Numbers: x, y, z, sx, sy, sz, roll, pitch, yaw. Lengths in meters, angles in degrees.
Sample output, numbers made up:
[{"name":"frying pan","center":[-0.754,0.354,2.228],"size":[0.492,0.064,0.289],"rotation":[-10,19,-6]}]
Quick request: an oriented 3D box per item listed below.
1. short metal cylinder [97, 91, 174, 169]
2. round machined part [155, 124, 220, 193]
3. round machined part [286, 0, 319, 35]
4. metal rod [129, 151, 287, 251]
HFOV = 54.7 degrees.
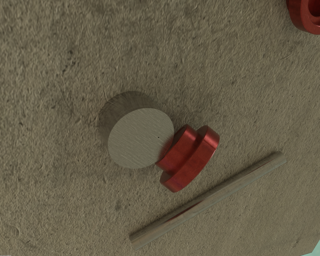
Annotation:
[{"name":"short metal cylinder","center":[-0.030,0.002,0.374],"size":[0.081,0.050,0.079],"rotation":[-12,122,-20]},{"name":"round machined part","center":[0.030,0.033,0.409],"size":[0.042,0.098,0.098],"rotation":[39,97,-4]},{"name":"round machined part","center":[0.204,-0.175,0.400],"size":[0.099,0.042,0.097],"rotation":[-14,124,-21]},{"name":"metal rod","center":[0.088,0.119,0.528],"size":[0.302,0.025,0.025],"rotation":[-27,128,-12]}]
